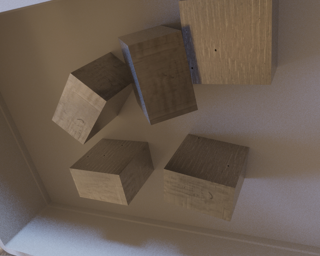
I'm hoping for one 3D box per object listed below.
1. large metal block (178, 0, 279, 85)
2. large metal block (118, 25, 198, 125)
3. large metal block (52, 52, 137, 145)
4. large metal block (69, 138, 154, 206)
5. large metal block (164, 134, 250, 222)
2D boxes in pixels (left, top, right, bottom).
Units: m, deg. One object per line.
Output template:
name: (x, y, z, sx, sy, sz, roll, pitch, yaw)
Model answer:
large metal block: (0.069, -0.089, 0.300, 0.080, 0.050, 0.079, 5, 121, 25)
large metal block: (-0.004, -0.060, 0.329, 0.050, 0.080, 0.080, -19, 115, -7)
large metal block: (-0.079, -0.038, 0.389, 0.050, 0.080, 0.080, 38, 129, 2)
large metal block: (-0.066, 0.059, 0.442, 0.080, 0.080, 0.050, 3, 120, 26)
large metal block: (0.058, 0.056, 0.376, 0.080, 0.080, 0.050, 13, 124, 21)
